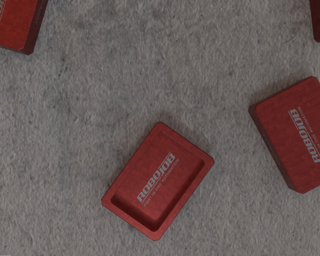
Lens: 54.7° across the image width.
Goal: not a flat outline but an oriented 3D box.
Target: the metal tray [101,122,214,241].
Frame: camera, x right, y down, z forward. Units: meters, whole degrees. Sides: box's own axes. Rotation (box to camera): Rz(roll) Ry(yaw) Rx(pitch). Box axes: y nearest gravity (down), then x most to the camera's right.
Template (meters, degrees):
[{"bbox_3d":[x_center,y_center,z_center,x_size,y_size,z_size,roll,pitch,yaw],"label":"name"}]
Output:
[{"bbox_3d":[-0.003,0.068,0.407,0.090,0.030,0.130,36,90,-1],"label":"metal tray"}]

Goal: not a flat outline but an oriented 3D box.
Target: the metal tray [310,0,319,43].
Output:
[{"bbox_3d":[0.272,-0.168,0.411,0.131,0.030,0.089,-7,90,-1],"label":"metal tray"}]

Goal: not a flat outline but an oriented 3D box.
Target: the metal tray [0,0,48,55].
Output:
[{"bbox_3d":[-0.199,-0.171,0.405,0.091,0.030,0.129,16,90,-1],"label":"metal tray"}]

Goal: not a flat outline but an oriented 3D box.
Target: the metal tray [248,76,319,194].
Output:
[{"bbox_3d":[0.189,0.009,0.410,0.090,0.030,0.130,-28,90,-1],"label":"metal tray"}]
